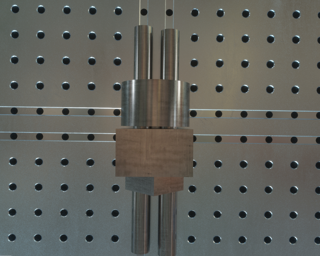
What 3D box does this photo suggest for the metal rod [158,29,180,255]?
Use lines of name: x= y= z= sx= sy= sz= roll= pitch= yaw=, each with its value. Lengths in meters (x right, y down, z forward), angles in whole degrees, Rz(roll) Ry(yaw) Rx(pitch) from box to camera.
metal rod: x=0.012 y=0.020 z=0.415 sx=0.025 sy=0.025 sz=0.298 roll=1 pitch=90 yaw=-1

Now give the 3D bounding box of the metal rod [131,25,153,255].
metal rod: x=-0.024 y=0.015 z=0.414 sx=0.025 sy=0.025 sz=0.298 roll=1 pitch=90 yaw=-1

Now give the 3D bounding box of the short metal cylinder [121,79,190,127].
short metal cylinder: x=-0.005 y=-0.027 z=0.365 sx=0.081 sy=0.080 sz=0.050 roll=1 pitch=90 yaw=-1

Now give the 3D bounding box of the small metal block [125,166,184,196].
small metal block: x=-0.007 y=0.063 z=0.378 sx=0.050 sy=0.050 sz=0.025 roll=1 pitch=90 yaw=-45

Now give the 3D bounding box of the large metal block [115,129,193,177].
large metal block: x=-0.006 y=0.026 z=0.361 sx=0.081 sy=0.080 sz=0.050 roll=0 pitch=90 yaw=-1
